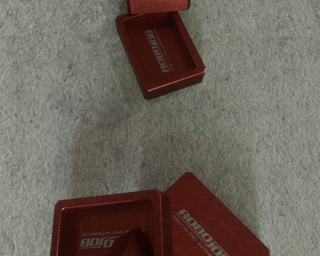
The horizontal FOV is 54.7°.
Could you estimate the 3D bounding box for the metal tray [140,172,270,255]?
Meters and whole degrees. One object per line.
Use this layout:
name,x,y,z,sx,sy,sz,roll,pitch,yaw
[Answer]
metal tray,0.047,0.128,0.359,0.090,0.030,0.130,-42,75,-14

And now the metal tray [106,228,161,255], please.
metal tray,-0.006,0.171,0.288,0.030,0.090,0.130,-34,96,19

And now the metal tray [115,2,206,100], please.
metal tray,-0.001,-0.114,0.446,0.091,0.030,0.130,-20,71,-8

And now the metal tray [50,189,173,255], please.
metal tray,-0.054,0.120,0.334,0.130,0.030,0.090,-10,66,18

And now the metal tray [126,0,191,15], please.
metal tray,-0.007,-0.227,0.471,0.091,0.030,0.130,-5,55,-2
